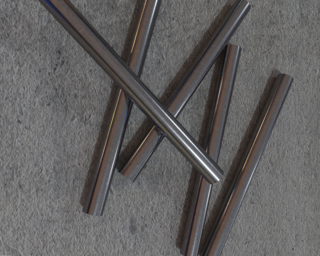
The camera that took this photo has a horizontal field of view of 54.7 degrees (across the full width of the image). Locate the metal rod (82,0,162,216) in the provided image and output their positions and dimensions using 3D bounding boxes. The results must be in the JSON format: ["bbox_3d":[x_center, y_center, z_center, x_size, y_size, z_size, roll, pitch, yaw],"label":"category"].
[{"bbox_3d":[-0.044,-0.040,0.393,0.025,0.025,0.299,17,84,-20],"label":"metal rod"}]

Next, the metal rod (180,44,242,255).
[{"bbox_3d":[0.073,0.029,0.437,0.025,0.025,0.298,15,85,-20],"label":"metal rod"}]

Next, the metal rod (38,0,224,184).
[{"bbox_3d":[-0.025,-0.041,0.372,0.025,0.025,0.300,-47,105,-14],"label":"metal rod"}]

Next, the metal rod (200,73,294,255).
[{"bbox_3d":[0.131,0.054,0.459,0.025,0.025,0.299,29,80,-18],"label":"metal rod"}]

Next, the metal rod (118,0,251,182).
[{"bbox_3d":[0.039,-0.059,0.424,0.025,0.025,0.300,38,78,-17],"label":"metal rod"}]
